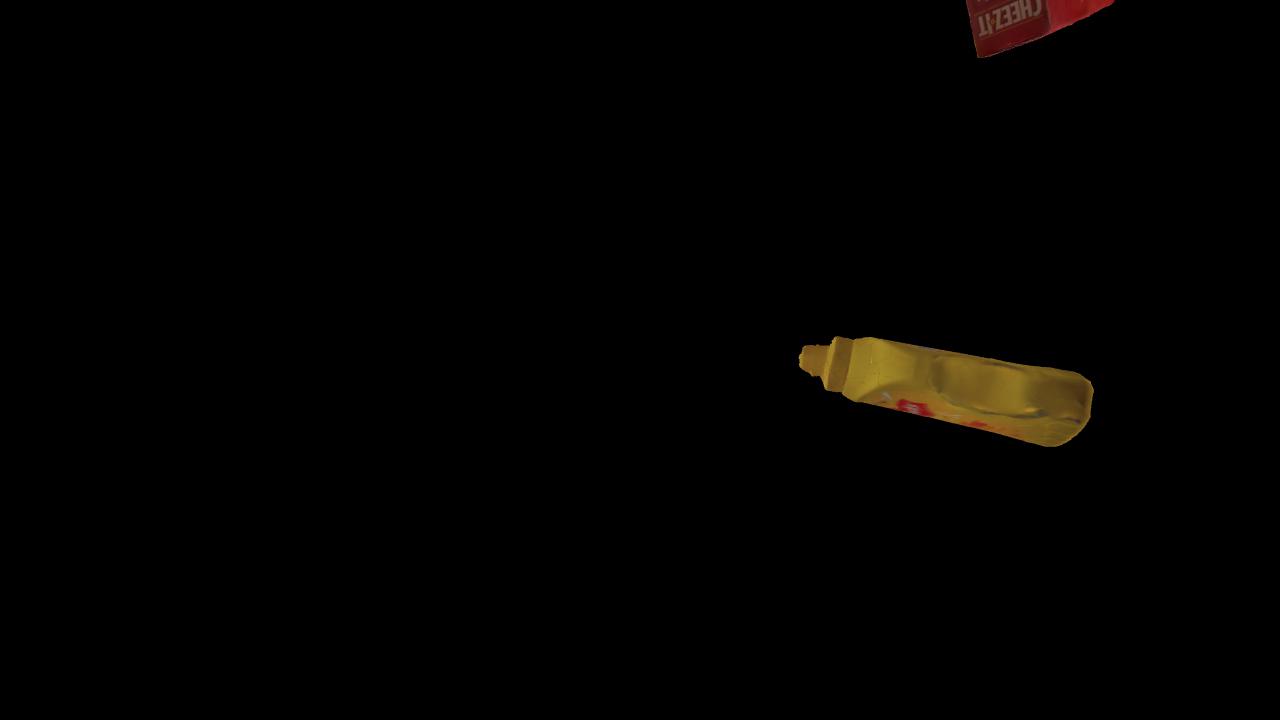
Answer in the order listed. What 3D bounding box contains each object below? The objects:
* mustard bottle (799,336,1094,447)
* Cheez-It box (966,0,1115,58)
[{"bbox_3d":[0.210,0.016,0.452,0.184,0.054,0.092,13,-1,15],"label":"mustard bottle"},{"bbox_3d":[0.342,-0.404,0.542,0.166,0.223,0.071,-32,19,-30],"label":"Cheez-It box"}]
